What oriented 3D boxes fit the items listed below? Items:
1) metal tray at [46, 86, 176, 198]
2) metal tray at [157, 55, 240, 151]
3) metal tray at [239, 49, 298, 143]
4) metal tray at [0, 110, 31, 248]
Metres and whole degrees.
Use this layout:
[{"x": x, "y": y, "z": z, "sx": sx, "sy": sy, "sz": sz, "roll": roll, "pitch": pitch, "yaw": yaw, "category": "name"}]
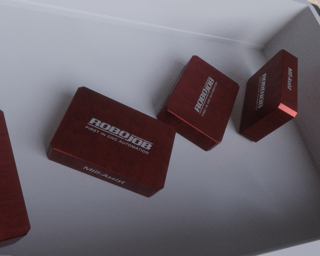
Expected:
[{"x": -0.051, "y": 0.016, "z": 0.365, "sx": 0.131, "sy": 0.030, "sz": 0.090, "roll": 24, "pitch": 53, "yaw": -14, "category": "metal tray"}, {"x": 0.061, "y": -0.040, "z": 0.460, "sx": 0.090, "sy": 0.030, "sz": 0.130, "roll": 33, "pitch": 51, "yaw": -7, "category": "metal tray"}, {"x": 0.171, "y": -0.051, "z": 0.486, "sx": 0.030, "sy": 0.090, "sz": 0.130, "roll": 28, "pitch": 52, "yaw": -11, "category": "metal tray"}, {"x": -0.175, "y": 0.043, "z": 0.266, "sx": 0.091, "sy": 0.030, "sz": 0.130, "roll": -1, "pitch": 61, "yaw": -47, "category": "metal tray"}]
